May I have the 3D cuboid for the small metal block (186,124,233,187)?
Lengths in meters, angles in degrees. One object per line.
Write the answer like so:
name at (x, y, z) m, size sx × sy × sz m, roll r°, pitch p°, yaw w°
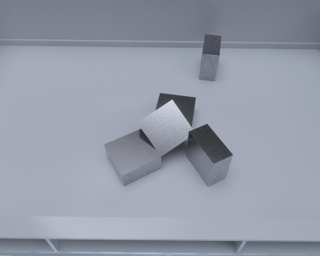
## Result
small metal block at (0.056, 0.032, 0.363) m, size 0.025 × 0.050 × 0.050 m, roll -22°, pitch 54°, yaw -18°

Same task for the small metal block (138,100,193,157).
small metal block at (0.009, 0.001, 0.382) m, size 0.050 × 0.025 × 0.050 m, roll -34°, pitch 81°, yaw -1°

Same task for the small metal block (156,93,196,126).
small metal block at (0.020, -0.019, 0.421) m, size 0.050 × 0.025 × 0.050 m, roll 8°, pitch 50°, yaw 6°

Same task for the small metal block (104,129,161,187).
small metal block at (-0.033, 0.035, 0.375) m, size 0.050 × 0.025 × 0.050 m, roll -24°, pitch 54°, yaw -19°

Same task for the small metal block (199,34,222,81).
small metal block at (0.078, -0.109, 0.482) m, size 0.025 × 0.050 × 0.050 m, roll 8°, pitch 51°, yaw 6°
